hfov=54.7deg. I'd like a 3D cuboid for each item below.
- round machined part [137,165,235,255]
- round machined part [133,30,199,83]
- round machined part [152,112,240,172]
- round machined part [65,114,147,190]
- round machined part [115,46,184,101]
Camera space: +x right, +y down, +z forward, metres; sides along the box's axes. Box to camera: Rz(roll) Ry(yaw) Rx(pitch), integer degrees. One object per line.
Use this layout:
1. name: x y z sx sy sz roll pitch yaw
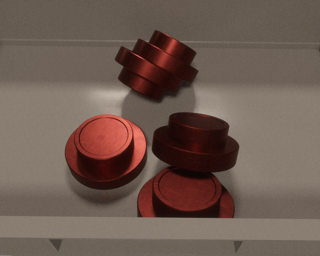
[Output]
1. round machined part: 0.026 0.074 0.315 0.099 0.042 0.098 2 32 -1
2. round machined part: 0.013 -0.106 0.447 0.098 0.042 0.098 27 11 -6
3. round machined part: 0.042 0.011 0.356 0.099 0.042 0.098 7 17 -2
4. round machined part: -0.065 0.022 0.375 0.099 0.042 0.098 0 50 0
5. round machined part: -0.019 -0.072 0.432 0.098 0.042 0.098 27 11 -6
